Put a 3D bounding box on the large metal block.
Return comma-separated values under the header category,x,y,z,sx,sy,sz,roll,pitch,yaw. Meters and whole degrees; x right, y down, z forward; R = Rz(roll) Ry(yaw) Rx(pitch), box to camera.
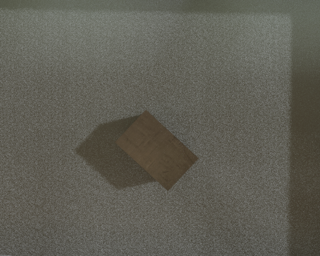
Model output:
category,x,y,z,sx,sy,sz,roll,pitch,yaw
large metal block,-0.003,0.025,0.384,0.080,0.080,0.050,43,90,-1
